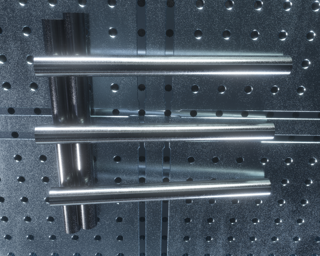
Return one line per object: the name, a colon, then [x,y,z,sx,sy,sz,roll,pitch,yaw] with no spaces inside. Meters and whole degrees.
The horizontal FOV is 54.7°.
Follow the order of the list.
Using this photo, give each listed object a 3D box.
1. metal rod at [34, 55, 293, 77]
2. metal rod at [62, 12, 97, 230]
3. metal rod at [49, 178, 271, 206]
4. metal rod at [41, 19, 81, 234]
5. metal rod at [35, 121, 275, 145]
metal rod: [0.009,-0.074,0.371,0.302,0.025,0.025,-1,110,-7]
metal rod: [-0.104,0.005,0.413,0.025,0.025,0.298,1,110,-1]
metal rod: [0.005,0.088,0.430,0.302,0.025,0.025,-1,110,-7]
metal rod: [-0.129,0.012,0.415,0.025,0.025,0.298,1,110,-1]
metal rod: [-0.001,0.006,0.399,0.302,0.025,0.025,-1,110,-7]
